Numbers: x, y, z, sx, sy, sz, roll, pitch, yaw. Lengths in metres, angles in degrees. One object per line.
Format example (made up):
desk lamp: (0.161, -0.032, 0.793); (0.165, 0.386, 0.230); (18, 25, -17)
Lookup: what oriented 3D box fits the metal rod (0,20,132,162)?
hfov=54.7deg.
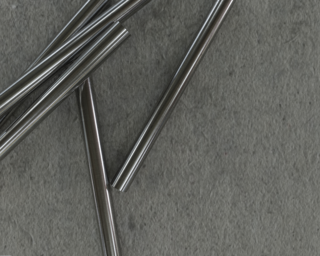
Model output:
metal rod: (-0.153, -0.021, 0.390); (0.300, 0.025, 0.025); (-42, 91, 7)

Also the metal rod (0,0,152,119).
metal rod: (-0.103, -0.106, 0.393); (0.301, 0.025, 0.025); (-40, 90, -7)

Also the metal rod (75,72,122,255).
metal rod: (-0.081, 0.061, 0.408); (0.025, 0.025, 0.298); (-9, 90, 0)

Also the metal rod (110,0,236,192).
metal rod: (0.019, -0.051, 0.410); (0.025, 0.025, 0.299); (30, 90, -1)

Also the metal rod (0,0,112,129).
metal rod: (-0.172, -0.063, 0.407); (0.025, 0.025, 0.300); (41, 90, -1)
